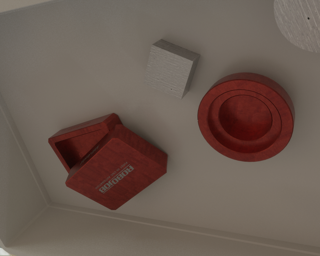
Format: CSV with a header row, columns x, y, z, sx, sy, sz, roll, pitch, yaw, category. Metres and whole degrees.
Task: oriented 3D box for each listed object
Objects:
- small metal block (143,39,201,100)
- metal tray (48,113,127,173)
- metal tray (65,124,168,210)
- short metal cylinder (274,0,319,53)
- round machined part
x,y,z,sx,sy,sz,roll,pitch,yaw,category
0.013,-0.068,0.359,0.050,0.025,0.050,25,127,12,small metal block
-0.102,0.036,0.478,0.130,0.030,0.090,-15,111,33,metal tray
-0.063,0.061,0.445,0.090,0.030,0.129,35,124,-22,metal tray
0.139,-0.108,0.253,0.080,0.050,0.079,13,124,20,short metal cylinder
0.094,-0.015,0.338,0.098,0.042,0.097,13,124,20,round machined part
